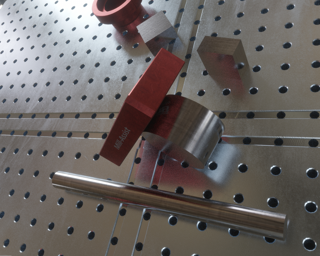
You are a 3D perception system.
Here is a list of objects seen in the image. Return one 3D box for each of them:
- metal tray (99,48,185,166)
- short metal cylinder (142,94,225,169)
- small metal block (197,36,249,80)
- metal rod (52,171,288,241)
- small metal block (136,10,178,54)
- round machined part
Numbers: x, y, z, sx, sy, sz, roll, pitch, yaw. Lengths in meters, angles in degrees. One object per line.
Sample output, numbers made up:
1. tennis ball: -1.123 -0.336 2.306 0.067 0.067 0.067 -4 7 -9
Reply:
1. metal tray: -0.024 -0.020 0.361 0.030 0.129 0.090 32 53 -4
2. short metal cylinder: 0.027 0.005 0.356 0.080 0.080 0.050 20 73 35
3. small metal block: 0.083 -0.092 0.405 0.050 0.050 0.025 18 72 35
4. metal rod: -0.013 0.083 0.363 0.300 0.025 0.025 4 64 30
5. small metal block: -0.005 -0.158 0.508 0.050 0.025 0.050 -31 52 8
6. round machined part: -0.074 -0.229 0.577 0.098 0.042 0.098 -13 56 21
